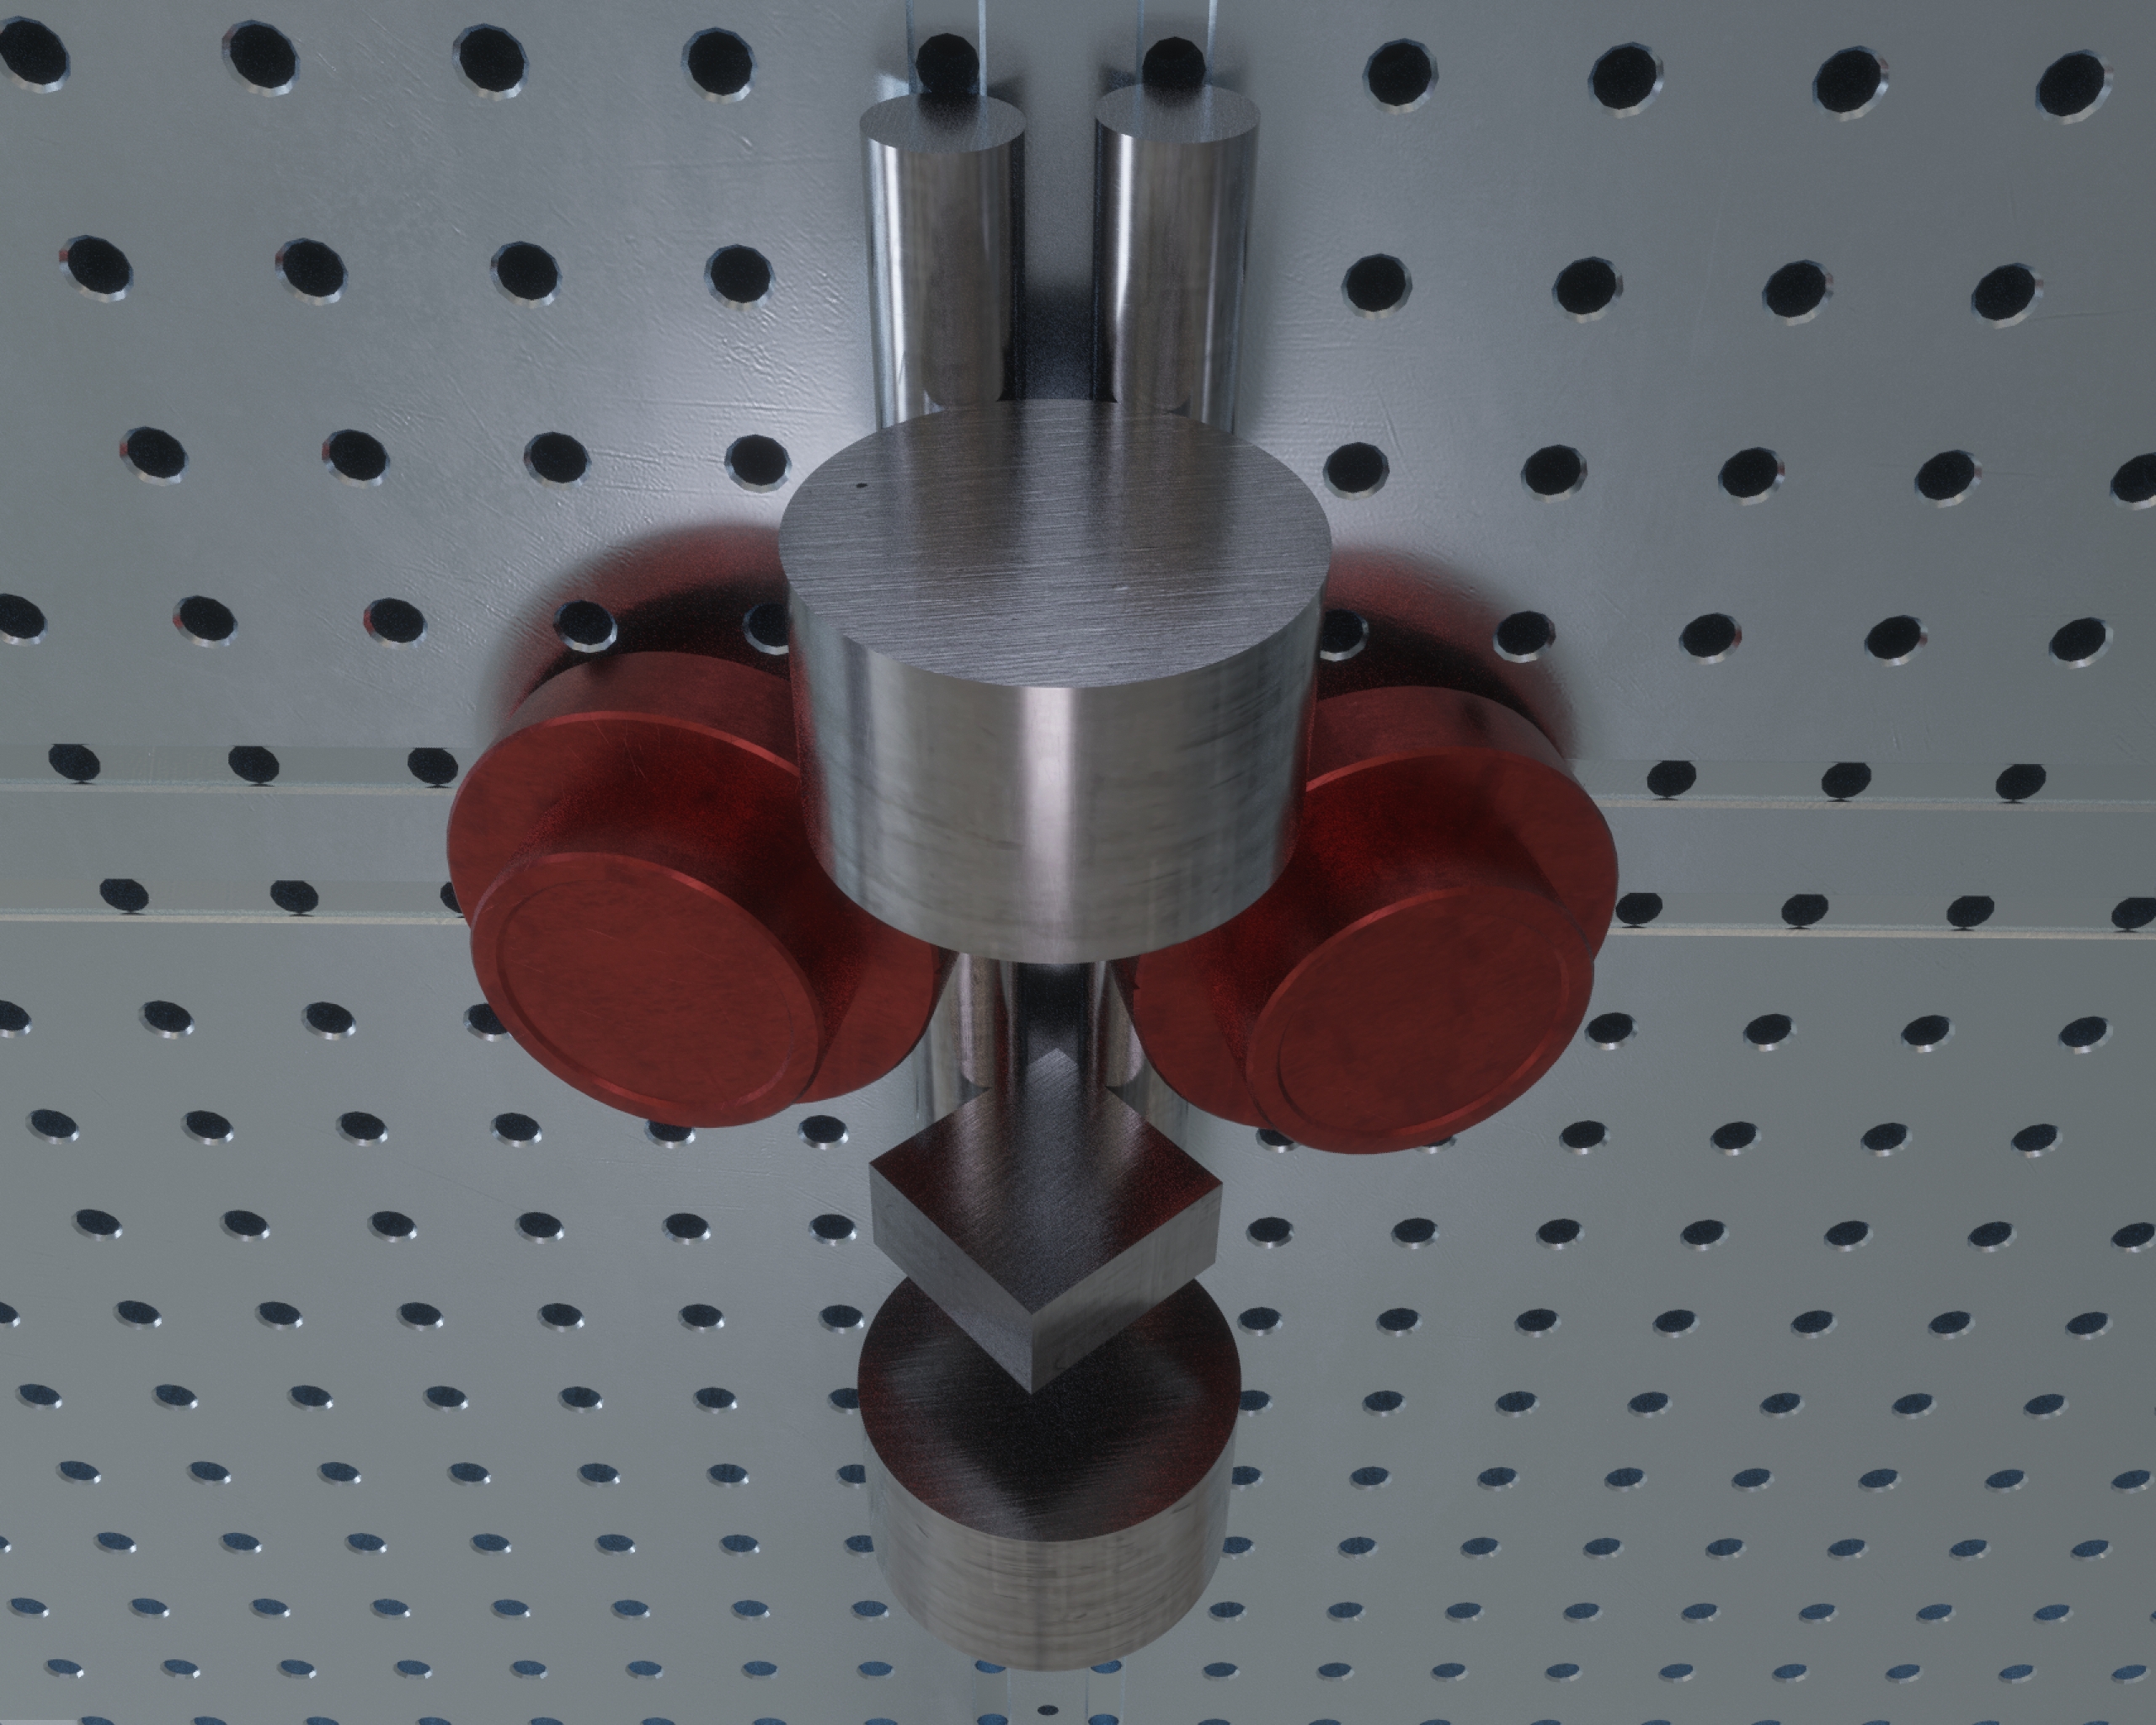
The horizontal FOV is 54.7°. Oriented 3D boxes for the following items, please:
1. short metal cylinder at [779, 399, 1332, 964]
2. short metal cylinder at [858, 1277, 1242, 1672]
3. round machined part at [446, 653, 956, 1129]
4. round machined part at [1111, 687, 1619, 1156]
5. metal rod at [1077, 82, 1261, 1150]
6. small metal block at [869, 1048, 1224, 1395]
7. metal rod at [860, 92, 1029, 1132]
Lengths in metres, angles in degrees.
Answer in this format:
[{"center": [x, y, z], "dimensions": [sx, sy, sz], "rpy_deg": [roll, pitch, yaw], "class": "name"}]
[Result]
[{"center": [-0.003, -0.030, 0.321], "dimensions": [0.081, 0.080, 0.050], "rpy_deg": [1, 130, -1], "class": "short metal cylinder"}, {"center": [-0.006, 0.126, 0.454], "dimensions": [0.081, 0.080, 0.050], "rpy_deg": [1, 130, -1], "class": "short metal cylinder"}, {"center": [-0.074, 0.012, 0.394], "dimensions": [0.098, 0.042, 0.097], "rpy_deg": [9, 131, 10], "class": "round machined part"}, {"center": [0.058, 0.018, 0.399], "dimensions": [0.099, 0.042, 0.097], "rpy_deg": [-10, 132, -11], "class": "round machined part"}, {"center": [0.013, 0.000, 0.411], "dimensions": [0.025, 0.025, 0.298], "rpy_deg": [0, 130, -1], "class": "metal rod"}, {"center": [-0.007, 0.072, 0.425], "dimensions": [0.050, 0.050, 0.025], "rpy_deg": [-29, 139, -32], "class": "small metal block"}, {"center": [-0.022, 0.002, 0.411], "dimensions": [0.025, 0.025, 0.298], "rpy_deg": [0, 130, -1], "class": "metal rod"}]
